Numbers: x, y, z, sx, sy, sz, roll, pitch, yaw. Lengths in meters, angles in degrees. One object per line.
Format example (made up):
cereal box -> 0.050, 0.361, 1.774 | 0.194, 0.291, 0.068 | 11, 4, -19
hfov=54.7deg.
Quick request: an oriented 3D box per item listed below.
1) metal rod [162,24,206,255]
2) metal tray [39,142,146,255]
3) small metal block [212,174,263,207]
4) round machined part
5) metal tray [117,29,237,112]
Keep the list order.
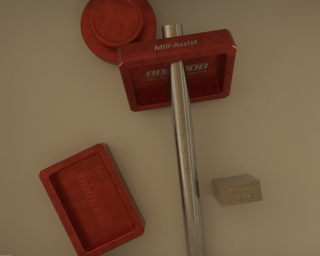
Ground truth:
metal rod -> 0.032, 0.025, 0.390 | 0.025, 0.025, 0.298 | -7, 99, 0
metal tray -> -0.087, 0.095, 0.407 | 0.090, 0.030, 0.129 | -26, 90, -1
small metal block -> 0.098, 0.079, 0.400 | 0.050, 0.050, 0.025 | -9, 90, 0
round machined part -> -0.054, -0.134, 0.402 | 0.099, 0.042, 0.097 | 0, 90, -1
metal tray -> 0.021, -0.067, 0.378 | 0.131, 0.090, 0.030 | -9, 56, -1
